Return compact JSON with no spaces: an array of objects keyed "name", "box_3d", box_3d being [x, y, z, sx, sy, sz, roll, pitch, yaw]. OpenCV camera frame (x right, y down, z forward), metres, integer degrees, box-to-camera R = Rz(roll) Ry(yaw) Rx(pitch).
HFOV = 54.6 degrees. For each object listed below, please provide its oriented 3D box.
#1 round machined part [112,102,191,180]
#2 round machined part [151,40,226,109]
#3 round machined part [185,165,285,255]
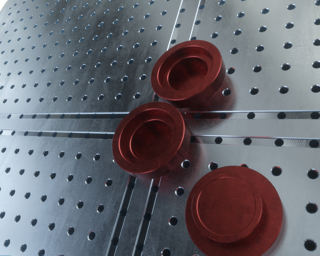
[{"name":"round machined part","box_3d":[-0.007,0.019,0.391,0.098,0.042,0.098,-13,56,21]},{"name":"round machined part","box_3d":[0.040,-0.067,0.418,0.098,0.042,0.098,-13,56,21]},{"name":"round machined part","box_3d":[0.070,0.083,0.310,0.098,0.042,0.098,-13,56,21]}]
